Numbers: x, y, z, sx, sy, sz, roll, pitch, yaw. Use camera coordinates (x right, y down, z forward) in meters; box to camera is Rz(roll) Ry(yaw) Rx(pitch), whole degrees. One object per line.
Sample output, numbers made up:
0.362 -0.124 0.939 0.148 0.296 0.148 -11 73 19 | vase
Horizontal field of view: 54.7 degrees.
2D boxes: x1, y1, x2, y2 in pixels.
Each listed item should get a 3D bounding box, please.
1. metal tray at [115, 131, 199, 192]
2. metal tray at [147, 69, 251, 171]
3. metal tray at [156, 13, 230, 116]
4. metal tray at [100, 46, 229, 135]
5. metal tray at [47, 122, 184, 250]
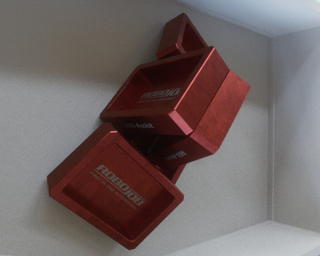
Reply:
0.008 0.007 0.409 0.090 0.030 0.130 47 62 -30 | metal tray
0.039 -0.003 0.355 0.030 0.130 0.090 37 65 -9 | metal tray
0.052 -0.081 0.424 0.130 0.030 0.090 46 37 -30 | metal tray
0.000 -0.037 0.336 0.030 0.130 0.090 48 62 -29 | metal tray
-0.044 0.068 0.343 0.090 0.030 0.130 -45 120 -4 | metal tray
